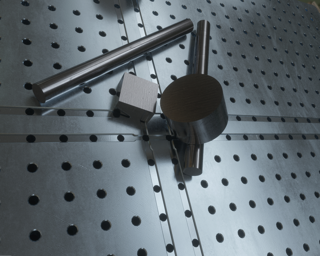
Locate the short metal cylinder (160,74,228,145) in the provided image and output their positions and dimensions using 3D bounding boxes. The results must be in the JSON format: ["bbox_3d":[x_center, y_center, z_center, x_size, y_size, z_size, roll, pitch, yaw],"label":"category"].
[{"bbox_3d":[0.046,-0.025,0.408,0.080,0.050,0.080,-10,52,14],"label":"short metal cylinder"}]

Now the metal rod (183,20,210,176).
[{"bbox_3d":[0.061,-0.066,0.482,0.025,0.025,0.300,21,54,-17],"label":"metal rod"}]

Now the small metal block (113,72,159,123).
[{"bbox_3d":[-0.032,-0.041,0.418,0.050,0.025,0.050,18,54,-18],"label":"small metal block"}]

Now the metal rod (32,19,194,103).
[{"bbox_3d":[-0.045,-0.110,0.452,0.025,0.025,0.302,49,51,6],"label":"metal rod"}]
